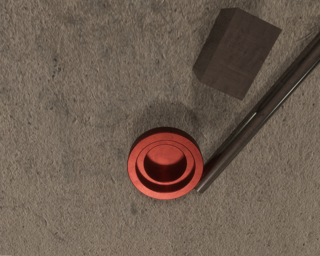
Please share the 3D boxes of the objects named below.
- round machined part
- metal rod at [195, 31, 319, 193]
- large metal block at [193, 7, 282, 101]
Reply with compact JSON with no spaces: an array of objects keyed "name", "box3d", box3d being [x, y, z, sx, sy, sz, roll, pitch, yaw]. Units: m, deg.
[{"name":"round machined part","box3d":[0.007,0.043,0.417,0.099,0.042,0.097,0,110,-1]},{"name":"metal rod","box3d":[0.141,-0.030,0.400,0.025,0.025,0.299,34,106,-12]},{"name":"large metal block","box3d":[0.081,-0.086,0.350,0.050,0.080,0.079,23,108,-9]}]
